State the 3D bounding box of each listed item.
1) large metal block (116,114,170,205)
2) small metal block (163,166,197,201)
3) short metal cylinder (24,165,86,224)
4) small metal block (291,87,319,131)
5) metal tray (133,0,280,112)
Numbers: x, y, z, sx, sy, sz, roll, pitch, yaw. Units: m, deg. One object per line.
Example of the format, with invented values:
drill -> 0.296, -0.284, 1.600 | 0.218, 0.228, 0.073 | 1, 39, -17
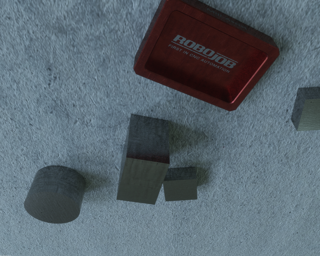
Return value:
large metal block -> -0.022, 0.041, 0.405 | 0.050, 0.080, 0.079 | 10, 129, -9
small metal block -> 0.031, 0.088, 0.482 | 0.050, 0.025, 0.050 | -4, 130, 3
short metal cylinder -> -0.159, 0.103, 0.477 | 0.081, 0.050, 0.079 | 0, 130, 0
small metal block -> 0.198, -0.024, 0.388 | 0.050, 0.025, 0.050 | -4, 130, 3
metal tray -> 0.048, -0.079, 0.336 | 0.131, 0.030, 0.089 | 20, 127, -16
